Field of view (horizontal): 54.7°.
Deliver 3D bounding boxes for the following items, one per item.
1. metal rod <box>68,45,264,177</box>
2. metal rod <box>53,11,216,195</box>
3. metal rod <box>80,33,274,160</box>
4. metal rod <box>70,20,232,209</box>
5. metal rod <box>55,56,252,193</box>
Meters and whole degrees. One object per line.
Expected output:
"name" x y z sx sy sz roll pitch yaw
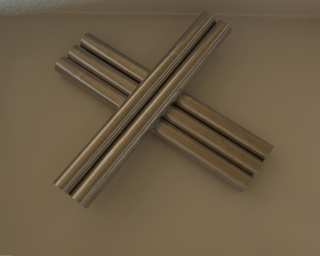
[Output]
"metal rod" -0.001 -0.028 0.418 0.301 0.025 0.025 33 73 11
"metal rod" -0.022 -0.042 0.397 0.025 0.025 0.300 36 74 12
"metal rod" 0.015 -0.048 0.425 0.300 0.025 0.025 33 73 11
"metal rod" -0.001 -0.029 0.392 0.025 0.025 0.300 36 74 12
"metal rod" -0.017 -0.010 0.412 0.301 0.025 0.025 33 73 11
